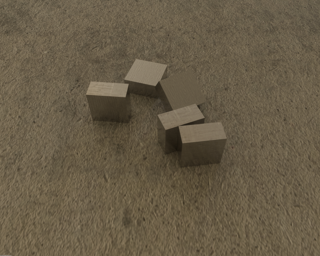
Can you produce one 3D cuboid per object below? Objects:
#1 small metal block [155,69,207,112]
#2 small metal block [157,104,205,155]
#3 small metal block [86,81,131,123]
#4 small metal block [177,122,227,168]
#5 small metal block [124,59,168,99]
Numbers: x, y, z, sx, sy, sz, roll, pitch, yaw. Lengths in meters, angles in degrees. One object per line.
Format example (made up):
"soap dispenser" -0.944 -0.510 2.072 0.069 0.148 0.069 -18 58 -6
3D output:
"small metal block" 0.028 -0.047 0.428 0.050 0.025 0.050 -23 84 -18
"small metal block" 0.025 0.002 0.385 0.050 0.050 0.025 -17 52 -14
"small metal block" -0.067 -0.034 0.415 0.050 0.050 0.025 4 50 3
"small metal block" 0.048 0.021 0.370 0.050 0.050 0.025 -6 51 -5
"small metal block" -0.020 -0.074 0.465 0.050 0.025 0.050 13 51 11
